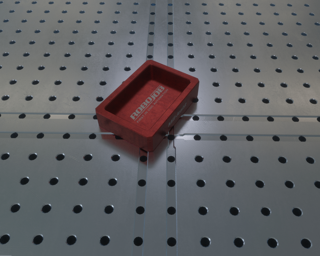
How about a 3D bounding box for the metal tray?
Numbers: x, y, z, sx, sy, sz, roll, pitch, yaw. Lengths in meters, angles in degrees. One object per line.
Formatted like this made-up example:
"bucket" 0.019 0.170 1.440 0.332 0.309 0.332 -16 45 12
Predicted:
"metal tray" -0.014 -0.037 0.435 0.090 0.030 0.130 26 55 20
